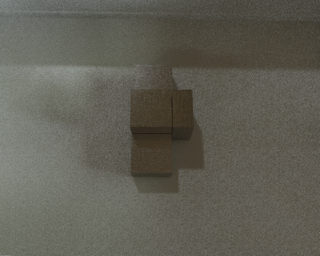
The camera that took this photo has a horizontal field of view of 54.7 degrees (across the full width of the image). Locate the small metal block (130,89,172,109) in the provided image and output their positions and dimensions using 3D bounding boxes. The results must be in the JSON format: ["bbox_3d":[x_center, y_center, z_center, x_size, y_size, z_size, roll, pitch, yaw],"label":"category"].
[{"bbox_3d":[-0.011,-0.028,0.405,0.050,0.050,0.025,0,70,0],"label":"small metal block"}]

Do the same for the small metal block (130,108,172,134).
[{"bbox_3d":[-0.011,-0.005,0.396,0.050,0.050,0.025,0,70,0],"label":"small metal block"}]

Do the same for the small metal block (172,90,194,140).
[{"bbox_3d":[0.028,-0.016,0.400,0.025,0.050,0.050,0,70,0],"label":"small metal block"}]

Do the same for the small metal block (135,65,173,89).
[{"bbox_3d":[-0.008,-0.059,0.429,0.050,0.025,0.050,0,70,0],"label":"small metal block"}]

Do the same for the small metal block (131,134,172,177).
[{"bbox_3d":[-0.010,0.035,0.395,0.050,0.025,0.050,0,70,0],"label":"small metal block"}]
